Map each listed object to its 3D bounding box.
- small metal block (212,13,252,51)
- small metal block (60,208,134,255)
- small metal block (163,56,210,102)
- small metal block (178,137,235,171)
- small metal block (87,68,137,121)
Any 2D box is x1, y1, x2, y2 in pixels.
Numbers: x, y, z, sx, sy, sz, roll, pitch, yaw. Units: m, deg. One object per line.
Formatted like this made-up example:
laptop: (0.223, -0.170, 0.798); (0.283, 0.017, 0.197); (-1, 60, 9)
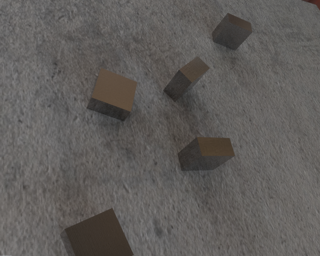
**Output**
small metal block: (0.132, -0.176, 0.568); (0.050, 0.050, 0.025); (15, 56, -20)
small metal block: (-0.062, 0.114, 0.302); (0.050, 0.025, 0.050); (-17, 71, -35)
small metal block: (0.039, -0.072, 0.454); (0.025, 0.050, 0.050); (46, 51, 3)
small metal block: (0.059, 0.034, 0.400); (0.050, 0.050, 0.025); (3, 61, -27)
small metal block: (-0.061, -0.043, 0.398); (0.050, 0.025, 0.050); (20, 54, -17)
